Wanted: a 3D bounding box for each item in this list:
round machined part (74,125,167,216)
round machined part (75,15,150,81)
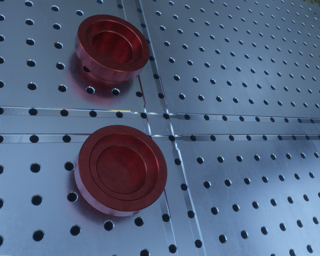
[{"bbox_3d":[-0.045,0.049,0.343,0.099,0.042,0.098,13,56,-21],"label":"round machined part"},{"bbox_3d":[-0.067,-0.104,0.424,0.099,0.042,0.098,13,56,-21],"label":"round machined part"}]
